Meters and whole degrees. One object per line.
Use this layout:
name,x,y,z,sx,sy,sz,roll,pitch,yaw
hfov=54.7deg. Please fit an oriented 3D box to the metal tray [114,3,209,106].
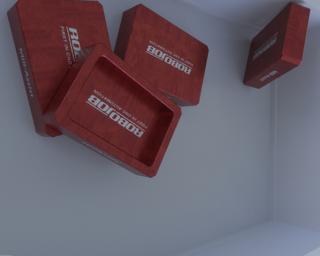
metal tray,0.004,-0.089,0.407,0.131,0.030,0.090,19,78,-38

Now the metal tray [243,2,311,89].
metal tray,0.179,-0.123,0.490,0.030,0.130,0.090,15,79,-6

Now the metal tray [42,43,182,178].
metal tray,-0.042,-0.014,0.328,0.130,0.030,0.090,36,68,-34

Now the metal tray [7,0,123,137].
metal tray,-0.094,-0.063,0.324,0.091,0.030,0.129,-17,101,-39
